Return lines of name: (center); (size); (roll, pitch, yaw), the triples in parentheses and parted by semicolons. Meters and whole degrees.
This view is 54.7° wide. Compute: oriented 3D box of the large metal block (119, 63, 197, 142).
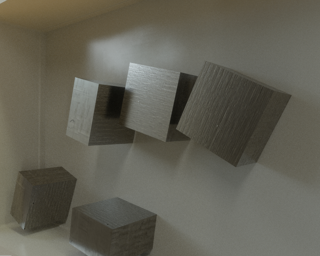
large metal block: (0.000, -0.033, 0.388); (0.080, 0.050, 0.079); (19, 102, 38)

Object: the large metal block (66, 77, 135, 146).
large metal block: (-0.076, -0.022, 0.431); (0.050, 0.081, 0.079); (20, 102, 38)

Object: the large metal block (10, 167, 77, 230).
large metal block: (-0.199, 0.117, 0.532); (0.050, 0.081, 0.079); (27, 107, 36)

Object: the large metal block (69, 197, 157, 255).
large metal block: (-0.063, 0.137, 0.421); (0.080, 0.081, 0.050); (12, 98, 39)

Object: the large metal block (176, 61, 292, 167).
large metal block: (0.075, -0.016, 0.327); (0.080, 0.050, 0.079); (34, 111, 34)
